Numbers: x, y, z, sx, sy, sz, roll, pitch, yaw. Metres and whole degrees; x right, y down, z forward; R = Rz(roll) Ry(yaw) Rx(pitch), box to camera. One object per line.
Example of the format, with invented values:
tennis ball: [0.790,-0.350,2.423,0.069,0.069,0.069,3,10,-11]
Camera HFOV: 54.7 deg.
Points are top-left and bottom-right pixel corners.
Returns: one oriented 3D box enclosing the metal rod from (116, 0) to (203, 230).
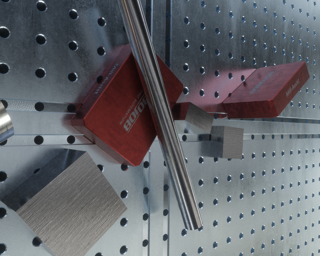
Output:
metal rod: [0.003,-0.012,0.371,0.025,0.025,0.298,-27,107,-37]

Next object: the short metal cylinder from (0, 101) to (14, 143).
short metal cylinder: [-0.161,-0.013,0.239,0.050,0.080,0.080,-39,114,-33]

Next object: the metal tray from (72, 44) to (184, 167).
metal tray: [-0.033,-0.030,0.378,0.090,0.030,0.130,44,63,-31]

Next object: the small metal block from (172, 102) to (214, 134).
small metal block: [0.036,-0.013,0.423,0.050,0.050,0.025,27,74,-37]

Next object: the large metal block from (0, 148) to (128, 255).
large metal block: [-0.094,0.078,0.314,0.080,0.050,0.080,-44,117,-31]

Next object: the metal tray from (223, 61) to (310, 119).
metal tray: [0.177,-0.063,0.514,0.131,0.090,0.030,-41,115,-32]

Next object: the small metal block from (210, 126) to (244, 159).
small metal block: [0.108,0.024,0.500,0.050,0.025,0.050,7,86,-40]
